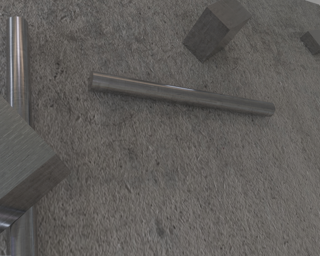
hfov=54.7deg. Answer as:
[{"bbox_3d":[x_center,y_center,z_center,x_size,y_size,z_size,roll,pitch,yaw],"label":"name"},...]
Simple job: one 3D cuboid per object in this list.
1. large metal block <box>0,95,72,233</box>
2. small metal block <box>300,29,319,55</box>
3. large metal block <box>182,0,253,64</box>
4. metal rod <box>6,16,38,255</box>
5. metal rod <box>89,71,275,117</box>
[{"bbox_3d":[-0.140,0.031,0.267,0.080,0.050,0.080,42,70,17],"label":"large metal block"},{"bbox_3d":[0.362,-0.200,0.721,0.050,0.025,0.050,-19,72,-35],"label":"small metal block"},{"bbox_3d":[0.095,-0.166,0.521,0.050,0.080,0.080,47,51,4],"label":"large metal block"},{"bbox_3d":[-0.146,0.002,0.323,0.025,0.025,0.299,1,61,-28],"label":"metal rod"},{"bbox_3d":[0.048,-0.045,0.457,0.302,0.025,0.025,6,59,-25],"label":"metal rod"}]
